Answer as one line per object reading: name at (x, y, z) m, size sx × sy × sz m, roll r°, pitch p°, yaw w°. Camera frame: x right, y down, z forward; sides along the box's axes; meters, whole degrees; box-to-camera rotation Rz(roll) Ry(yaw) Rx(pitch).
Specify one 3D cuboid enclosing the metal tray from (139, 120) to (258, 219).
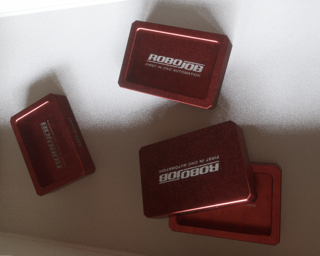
metal tray at (0.040, 0.053, 0.369) m, size 0.130 × 0.030 × 0.090 m, roll -18°, pitch 65°, yaw 25°

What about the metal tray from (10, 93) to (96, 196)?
metal tray at (-0.162, 0.025, 0.465) m, size 0.090 × 0.030 × 0.130 m, roll -27°, pitch 81°, yaw 18°

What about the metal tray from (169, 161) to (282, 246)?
metal tray at (0.078, 0.086, 0.380) m, size 0.130 × 0.030 × 0.089 m, roll 2°, pitch 91°, yaw 20°

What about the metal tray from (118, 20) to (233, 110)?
metal tray at (0.018, -0.082, 0.401) m, size 0.130 × 0.030 × 0.089 m, roll 16°, pitch 95°, yaw 19°
